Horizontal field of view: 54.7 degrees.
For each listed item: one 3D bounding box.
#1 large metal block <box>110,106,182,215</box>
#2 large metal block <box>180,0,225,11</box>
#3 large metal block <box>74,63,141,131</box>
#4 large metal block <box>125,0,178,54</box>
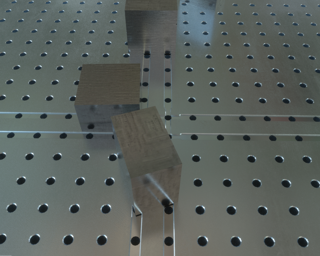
[{"bbox_3d":[-0.016,0.036,0.341,0.050,0.080,0.080,-15,52,-12],"label":"large metal block"},{"bbox_3d":[0.089,-0.293,0.619,0.080,0.080,0.050,24,54,19],"label":"large metal block"},{"bbox_3d":[-0.067,-0.044,0.427,0.081,0.050,0.080,-1,50,-1],"label":"large metal block"},{"bbox_3d":[-0.014,-0.172,0.517,0.081,0.080,0.050,0,50,-1],"label":"large metal block"}]
